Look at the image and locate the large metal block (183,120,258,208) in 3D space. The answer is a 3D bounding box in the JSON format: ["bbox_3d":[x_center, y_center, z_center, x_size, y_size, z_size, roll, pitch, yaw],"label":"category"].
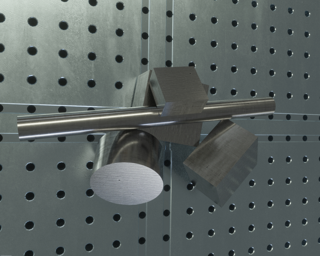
[{"bbox_3d":[0.082,0.046,0.403,0.080,0.050,0.080,-47,148,-14],"label":"large metal block"}]

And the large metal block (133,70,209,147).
[{"bbox_3d":[0.009,-0.023,0.399,0.081,0.050,0.080,11,86,-20],"label":"large metal block"}]

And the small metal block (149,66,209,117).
[{"bbox_3d":[0.020,-0.042,0.350,0.050,0.025,0.050,-6,57,-20],"label":"small metal block"}]

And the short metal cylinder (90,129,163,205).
[{"bbox_3d":[-0.037,0.046,0.360,0.080,0.080,0.050,21,41,-19],"label":"short metal cylinder"}]

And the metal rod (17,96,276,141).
[{"bbox_3d":[0.002,-0.014,0.357,0.303,0.025,0.025,-6,92,-20],"label":"metal rod"}]
